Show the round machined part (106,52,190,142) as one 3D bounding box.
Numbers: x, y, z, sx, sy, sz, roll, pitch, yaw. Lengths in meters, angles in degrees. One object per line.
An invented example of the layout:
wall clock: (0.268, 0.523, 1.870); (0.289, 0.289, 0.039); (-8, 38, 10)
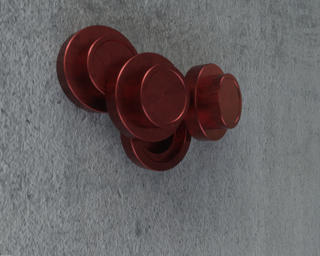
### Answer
round machined part: (-0.006, -0.034, 0.337); (0.099, 0.042, 0.097); (0, 90, -40)

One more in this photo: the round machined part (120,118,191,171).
round machined part: (-0.009, 0.004, 0.389); (0.099, 0.042, 0.097); (0, 90, -40)

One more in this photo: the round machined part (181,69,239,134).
round machined part: (0.081, -0.040, 0.465); (0.099, 0.042, 0.097); (0, 90, -40)

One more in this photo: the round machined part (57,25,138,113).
round machined part: (-0.059, -0.066, 0.346); (0.099, 0.042, 0.097); (0, 90, -40)

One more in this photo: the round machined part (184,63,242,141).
round machined part: (0.070, -0.032, 0.388); (0.099, 0.042, 0.097); (3, 87, -53)
